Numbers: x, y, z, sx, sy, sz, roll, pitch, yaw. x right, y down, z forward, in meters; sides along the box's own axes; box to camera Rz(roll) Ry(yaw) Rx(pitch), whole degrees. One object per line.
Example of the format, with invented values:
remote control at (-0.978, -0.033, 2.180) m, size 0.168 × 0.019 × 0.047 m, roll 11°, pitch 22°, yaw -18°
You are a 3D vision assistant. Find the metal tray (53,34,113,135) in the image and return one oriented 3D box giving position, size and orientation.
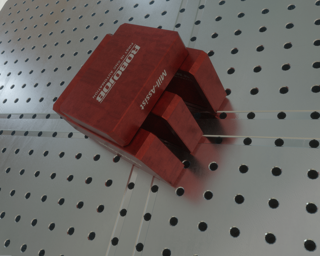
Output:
metal tray at (-0.087, -0.057, 0.445) m, size 0.030 × 0.090 × 0.130 m, roll 29°, pitch 76°, yaw 15°

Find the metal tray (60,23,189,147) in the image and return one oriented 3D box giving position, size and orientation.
metal tray at (-0.040, -0.053, 0.343) m, size 0.090 × 0.030 × 0.130 m, roll 23°, pitch 74°, yaw 36°

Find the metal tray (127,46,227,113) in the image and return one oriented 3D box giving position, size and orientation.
metal tray at (0.013, -0.070, 0.402) m, size 0.130 × 0.090 × 0.030 m, roll 23°, pitch 75°, yaw 36°

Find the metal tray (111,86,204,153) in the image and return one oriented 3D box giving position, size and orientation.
metal tray at (-0.018, -0.021, 0.389) m, size 0.130 × 0.090 × 0.030 m, roll 22°, pitch 73°, yaw 35°

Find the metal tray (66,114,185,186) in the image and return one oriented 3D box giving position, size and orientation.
metal tray at (-0.043, 0.017, 0.379) m, size 0.130 × 0.090 × 0.030 m, roll 23°, pitch 75°, yaw 36°
